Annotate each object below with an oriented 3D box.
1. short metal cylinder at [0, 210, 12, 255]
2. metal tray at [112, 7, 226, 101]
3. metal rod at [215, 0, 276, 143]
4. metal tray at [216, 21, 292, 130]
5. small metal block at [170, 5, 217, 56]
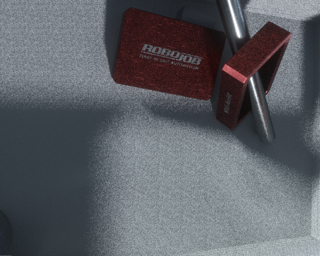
[{"bbox_3d":[-0.201,0.123,0.323,0.081,0.050,0.079,0,90,-21],"label":"short metal cylinder"},{"bbox_3d":[0.011,-0.091,0.396,0.131,0.030,0.089,9,102,-16],"label":"metal tray"},{"bbox_3d":[0.103,-0.090,0.381,0.025,0.025,0.299,-42,129,-15],"label":"metal rod"},{"bbox_3d":[0.117,-0.061,0.403,0.030,0.130,0.090,40,74,22],"label":"metal tray"},{"bbox_3d":[0.045,-0.132,0.428,0.050,0.025,0.050,16,84,-20],"label":"small metal block"}]
